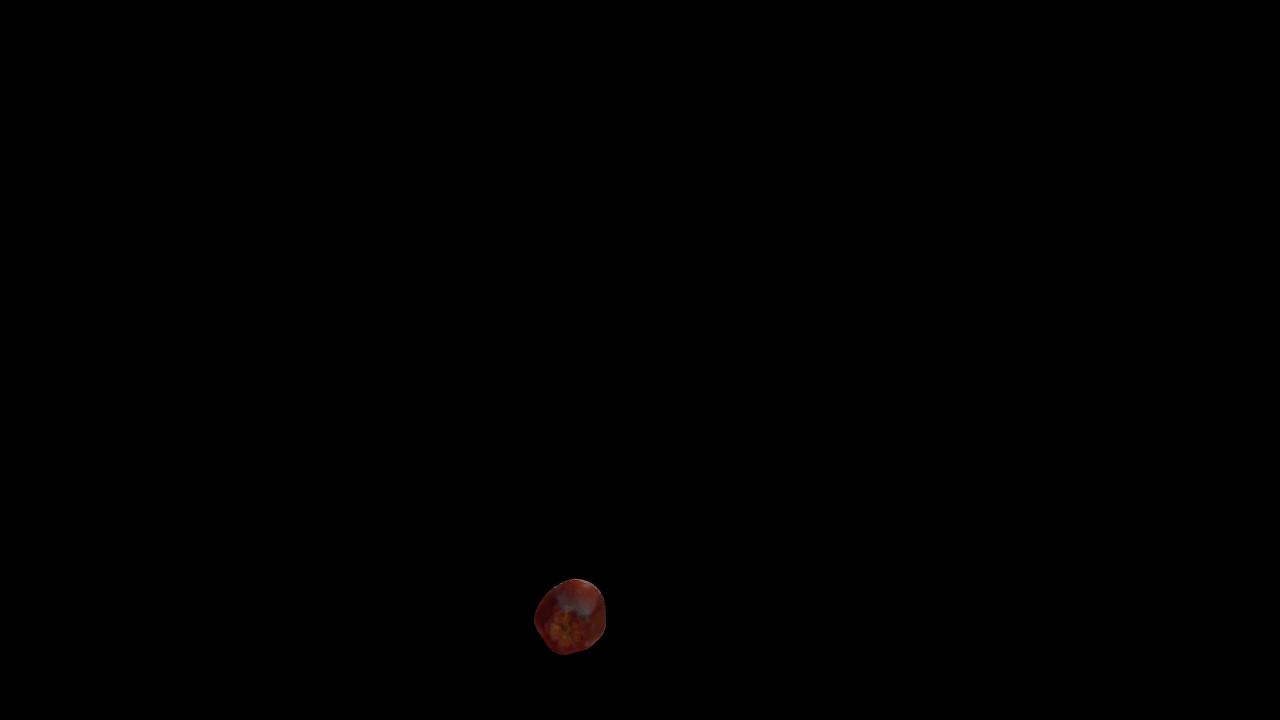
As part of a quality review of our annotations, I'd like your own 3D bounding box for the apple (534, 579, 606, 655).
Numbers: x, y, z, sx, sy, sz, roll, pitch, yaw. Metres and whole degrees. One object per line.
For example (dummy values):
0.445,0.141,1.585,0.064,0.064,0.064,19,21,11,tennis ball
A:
-0.077,0.283,0.678,0.079,0.079,0.093,0,-3,3,apple
